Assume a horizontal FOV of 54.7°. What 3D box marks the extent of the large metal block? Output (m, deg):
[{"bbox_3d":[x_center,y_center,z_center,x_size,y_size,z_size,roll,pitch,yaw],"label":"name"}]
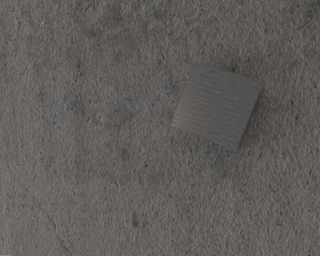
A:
[{"bbox_3d":[0.070,-0.026,0.371,0.080,0.050,0.080,22,97,18],"label":"large metal block"}]
